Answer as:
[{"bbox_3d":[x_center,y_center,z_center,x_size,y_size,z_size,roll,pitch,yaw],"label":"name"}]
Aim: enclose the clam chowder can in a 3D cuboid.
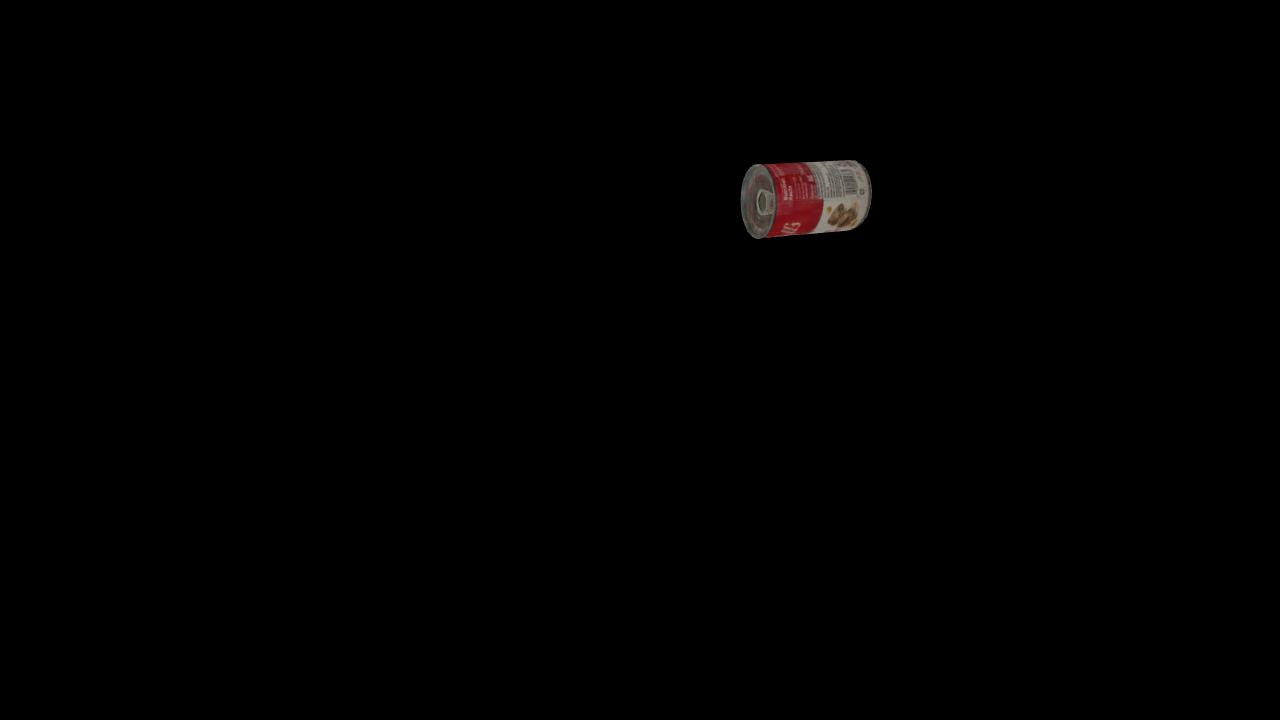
[{"bbox_3d":[0.155,-0.152,0.579,0.102,0.068,0.068,-8,2,-15],"label":"clam chowder can"}]
